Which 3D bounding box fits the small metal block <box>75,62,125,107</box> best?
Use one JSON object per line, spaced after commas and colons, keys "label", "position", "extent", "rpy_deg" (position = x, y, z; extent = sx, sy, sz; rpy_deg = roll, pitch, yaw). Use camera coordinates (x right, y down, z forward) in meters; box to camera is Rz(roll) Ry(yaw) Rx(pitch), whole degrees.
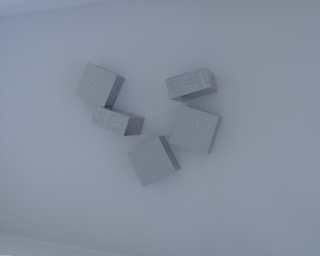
{"label": "small metal block", "position": [-0.085, -0.059, 0.439], "extent": [0.050, 0.025, 0.050], "rpy_deg": [26, 98, 17]}

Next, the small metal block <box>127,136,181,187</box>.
{"label": "small metal block", "position": [-0.008, 0.044, 0.412], "extent": [0.050, 0.025, 0.050], "rpy_deg": [-29, 81, 17]}

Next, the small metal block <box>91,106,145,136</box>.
{"label": "small metal block", "position": [-0.055, -0.010, 0.416], "extent": [0.050, 0.050, 0.025], "rpy_deg": [19, 96, 18]}

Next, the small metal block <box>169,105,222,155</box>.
{"label": "small metal block", "position": [0.046, 0.002, 0.394], "extent": [0.050, 0.025, 0.050], "rpy_deg": [18, 96, 18]}

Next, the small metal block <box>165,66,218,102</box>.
{"label": "small metal block", "position": [0.040, -0.052, 0.383], "extent": [0.050, 0.050, 0.025], "rpy_deg": [-15, 85, 19]}
